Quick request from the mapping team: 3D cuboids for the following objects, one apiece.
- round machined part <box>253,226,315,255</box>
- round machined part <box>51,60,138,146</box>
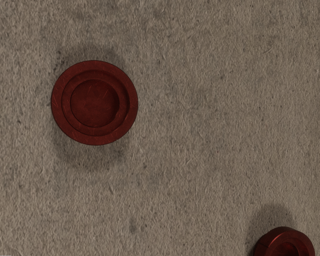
[{"bbox_3d":[0.182,0.198,0.470,0.099,0.042,0.097,0,90,-21],"label":"round machined part"},{"bbox_3d":[-0.079,-0.029,0.371,0.099,0.042,0.097,0,90,-21],"label":"round machined part"}]
